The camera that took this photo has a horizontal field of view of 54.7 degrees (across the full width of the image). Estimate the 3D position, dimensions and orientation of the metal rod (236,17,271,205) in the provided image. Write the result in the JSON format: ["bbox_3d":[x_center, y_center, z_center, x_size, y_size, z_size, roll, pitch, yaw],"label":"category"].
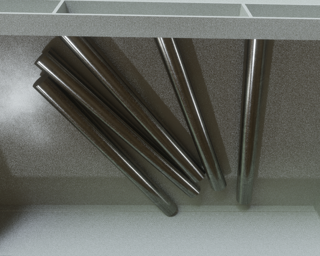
[{"bbox_3d":[0.119,0.004,0.413,0.025,0.025,0.298,-6,130,4],"label":"metal rod"}]

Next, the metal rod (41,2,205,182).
[{"bbox_3d":[-0.025,-0.022,0.389,0.025,0.025,0.300,-27,126,21],"label":"metal rod"}]

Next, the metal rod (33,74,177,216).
[{"bbox_3d":[-0.060,0.041,0.443,0.025,0.025,0.300,-25,126,19],"label":"metal rod"}]

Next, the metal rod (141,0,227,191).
[{"bbox_3d":[0.042,-0.018,0.394,0.025,0.025,0.299,-15,129,12],"label":"metal rod"}]

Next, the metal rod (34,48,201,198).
[{"bbox_3d":[-0.037,0.011,0.417,0.025,0.025,0.300,-31,124,23],"label":"metal rod"}]
